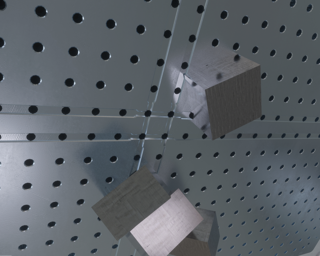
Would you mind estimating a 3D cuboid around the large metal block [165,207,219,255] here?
[{"bbox_3d":[0.047,0.167,0.491,0.080,0.080,0.050,74,31,-43],"label":"large metal block"}]

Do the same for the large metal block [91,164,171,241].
[{"bbox_3d":[-0.033,0.091,0.405,0.080,0.080,0.050,-38,85,-2],"label":"large metal block"}]

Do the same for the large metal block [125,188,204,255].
[{"bbox_3d":[0.000,0.130,0.415,0.080,0.050,0.080,-37,176,-22],"label":"large metal block"}]

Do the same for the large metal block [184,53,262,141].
[{"bbox_3d":[0.086,-0.042,0.415,0.080,0.050,0.080,-25,128,-13],"label":"large metal block"}]
